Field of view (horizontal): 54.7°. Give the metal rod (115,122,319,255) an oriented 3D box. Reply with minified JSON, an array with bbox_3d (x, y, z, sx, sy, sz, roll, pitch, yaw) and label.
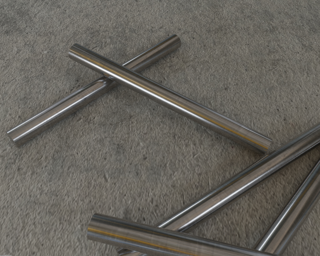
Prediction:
[{"bbox_3d":[0.090,0.064,0.349,0.302,0.025,0.025,-26,55,-21],"label":"metal rod"}]

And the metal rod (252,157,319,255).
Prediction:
[{"bbox_3d":[0.168,0.069,0.346,0.025,0.025,0.302,36,58,26],"label":"metal rod"}]

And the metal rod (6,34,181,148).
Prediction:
[{"bbox_3d":[-0.080,-0.067,0.458,0.302,0.025,0.025,-37,59,-27],"label":"metal rod"}]

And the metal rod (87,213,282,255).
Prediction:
[{"bbox_3d":[0.083,0.119,0.269,0.301,0.025,0.025,11,51,8],"label":"metal rod"}]

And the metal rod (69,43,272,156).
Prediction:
[{"bbox_3d":[0.004,-0.044,0.419,0.301,0.025,0.025,28,55,13],"label":"metal rod"}]
